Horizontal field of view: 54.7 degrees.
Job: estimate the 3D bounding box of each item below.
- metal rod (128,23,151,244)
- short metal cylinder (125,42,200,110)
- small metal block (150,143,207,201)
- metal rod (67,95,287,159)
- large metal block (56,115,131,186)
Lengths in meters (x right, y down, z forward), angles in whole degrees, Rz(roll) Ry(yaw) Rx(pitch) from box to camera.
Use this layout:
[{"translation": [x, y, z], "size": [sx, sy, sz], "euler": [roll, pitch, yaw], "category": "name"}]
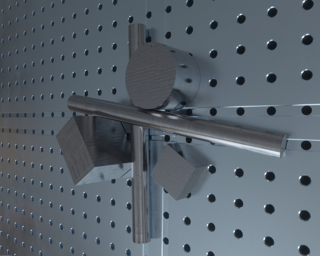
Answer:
[{"translation": [-0.028, 0.007, 0.431], "size": [0.025, 0.025, 0.298], "euler": [-2, 89, 39], "category": "metal rod"}, {"translation": [0.003, -0.063, 0.389], "size": [0.080, 0.050, 0.079], "euler": [0, 90, 39], "category": "short metal cylinder"}, {"translation": [0.022, 0.054, 0.390], "size": [0.050, 0.025, 0.050], "euler": [40, 114, 32], "category": "small metal block"}, {"translation": [-0.003, -0.010, 0.385], "size": [0.300, 0.025, 0.025], "euler": [13, 98, 31], "category": "metal rod"}, {"translation": [-0.089, 0.030, 0.443], "size": [0.050, 0.081, 0.080], "euler": [-42, 65, 32], "category": "large metal block"}]
